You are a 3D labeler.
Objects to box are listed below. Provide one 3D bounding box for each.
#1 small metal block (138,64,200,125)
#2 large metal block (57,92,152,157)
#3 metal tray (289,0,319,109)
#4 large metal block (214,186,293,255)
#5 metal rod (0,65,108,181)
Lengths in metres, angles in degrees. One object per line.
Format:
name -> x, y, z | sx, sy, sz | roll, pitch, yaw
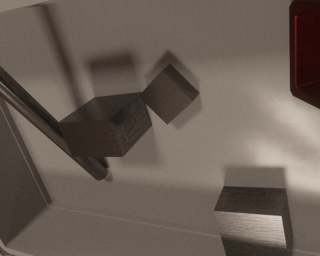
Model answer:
small metal block -> 0.011, -0.041, 0.377 | 0.050, 0.025, 0.050 | 44, 129, -3
large metal block -> -0.069, -0.005, 0.405 | 0.080, 0.080, 0.050 | -3, 117, 29
metal tray -> 0.151, -0.051, 0.236 | 0.030, 0.130, 0.089 | -16, 116, -7
large metal block -> 0.124, 0.125, 0.404 | 0.080, 0.050, 0.080 | -4, 117, 29
metal rod -> -0.157, -0.014, 0.402 | 0.025, 0.025, 0.300 | -2, 142, 29
